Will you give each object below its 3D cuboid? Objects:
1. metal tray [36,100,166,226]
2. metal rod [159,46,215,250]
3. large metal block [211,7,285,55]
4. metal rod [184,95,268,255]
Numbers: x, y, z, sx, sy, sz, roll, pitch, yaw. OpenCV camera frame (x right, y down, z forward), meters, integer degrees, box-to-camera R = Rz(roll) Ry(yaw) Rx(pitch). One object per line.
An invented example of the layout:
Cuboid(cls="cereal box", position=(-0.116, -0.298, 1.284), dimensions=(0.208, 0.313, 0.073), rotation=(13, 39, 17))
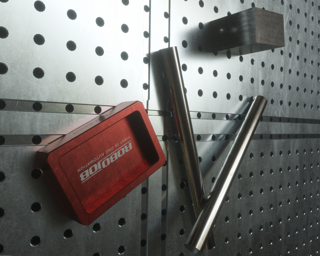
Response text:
Cuboid(cls="metal tray", position=(-0.060, 0.035, 0.357), dimensions=(0.131, 0.030, 0.090), rotation=(-35, 112, -35))
Cuboid(cls="metal rod", position=(0.041, 0.035, 0.446), dimensions=(0.025, 0.025, 0.298), rotation=(-21, 103, -38))
Cuboid(cls="large metal block", position=(0.139, -0.150, 0.493), dimensions=(0.081, 0.080, 0.050), rotation=(-7, 95, -40))
Cuboid(cls="metal rod", position=(0.114, 0.054, 0.485), dimensions=(0.025, 0.025, 0.301), rotation=(54, 52, -27))
